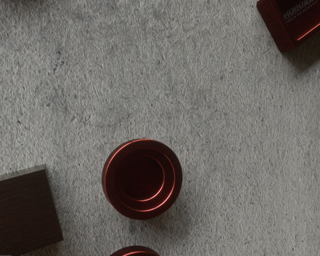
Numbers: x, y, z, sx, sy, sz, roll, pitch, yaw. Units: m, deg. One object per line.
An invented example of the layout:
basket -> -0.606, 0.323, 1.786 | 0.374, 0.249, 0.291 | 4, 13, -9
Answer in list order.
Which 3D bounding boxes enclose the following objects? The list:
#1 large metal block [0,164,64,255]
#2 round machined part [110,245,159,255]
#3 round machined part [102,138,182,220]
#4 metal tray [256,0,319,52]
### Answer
large metal block -> -0.157, 0.091, 0.338 | 0.081, 0.050, 0.080 | -14, 95, -20
round machined part -> -0.036, 0.196, 0.388 | 0.099, 0.042, 0.097 | 0, 90, -21
round machined part -> -0.025, 0.062, 0.392 | 0.099, 0.042, 0.097 | 0, 90, -21
metal tray -> 0.225, -0.191, 0.491 | 0.131, 0.030, 0.090 | -36, 102, -17
